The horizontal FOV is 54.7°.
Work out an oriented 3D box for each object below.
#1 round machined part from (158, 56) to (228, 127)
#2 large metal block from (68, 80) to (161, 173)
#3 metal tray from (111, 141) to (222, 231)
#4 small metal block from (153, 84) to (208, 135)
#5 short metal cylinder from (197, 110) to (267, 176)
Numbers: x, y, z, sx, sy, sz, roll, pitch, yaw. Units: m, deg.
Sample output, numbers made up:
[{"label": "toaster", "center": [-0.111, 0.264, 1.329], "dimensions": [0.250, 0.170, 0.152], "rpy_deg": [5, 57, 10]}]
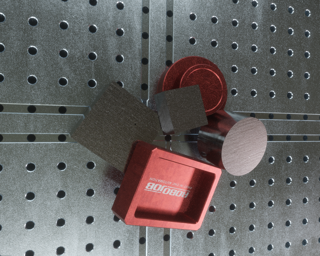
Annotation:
[{"label": "round machined part", "center": [0.050, -0.050, 0.422], "dimensions": [0.099, 0.042, 0.097], "rpy_deg": [0, 90, -20]}, {"label": "large metal block", "center": [-0.053, 0.001, 0.380], "dimensions": [0.080, 0.050, 0.080], "rpy_deg": [37, 78, -16]}, {"label": "metal tray", "center": [0.014, 0.076, 0.385], "dimensions": [0.131, 0.030, 0.090], "rpy_deg": [21, 90, -41]}, {"label": "small metal block", "center": [0.025, -0.022, 0.373], "dimensions": [0.050, 0.025, 0.050], "rpy_deg": [-15, 92, -31]}, {"label": "short metal cylinder", "center": [0.099, 0.019, 0.424], "dimensions": [0.081, 0.050, 0.079], "rpy_deg": [-9, 109, -29]}]
